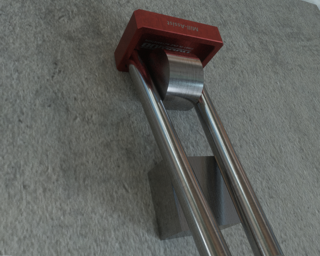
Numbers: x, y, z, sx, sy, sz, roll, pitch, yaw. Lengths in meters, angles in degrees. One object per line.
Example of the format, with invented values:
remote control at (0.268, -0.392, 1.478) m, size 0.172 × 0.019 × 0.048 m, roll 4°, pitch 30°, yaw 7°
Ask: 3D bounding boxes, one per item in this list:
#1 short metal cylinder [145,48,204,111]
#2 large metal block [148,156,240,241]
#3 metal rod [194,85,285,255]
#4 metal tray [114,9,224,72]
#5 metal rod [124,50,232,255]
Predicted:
short metal cylinder at (0.015, -0.064, 0.419) m, size 0.050 × 0.080 × 0.080 m, roll 2°, pitch 61°, yaw -28°
large metal block at (0.039, 0.080, 0.361) m, size 0.081 × 0.050 × 0.080 m, roll 2°, pitch 61°, yaw -28°
metal rod at (0.070, 0.011, 0.378) m, size 0.025 × 0.025 × 0.300 m, roll 8°, pitch 43°, yaw -24°
metal tray at (0.011, -0.112, 0.439) m, size 0.131 × 0.090 × 0.030 m, roll 2°, pitch 61°, yaw -28°
metal rod at (0.007, 0.009, 0.346) m, size 0.025 × 0.025 × 0.300 m, roll 2°, pitch 46°, yaw -28°
